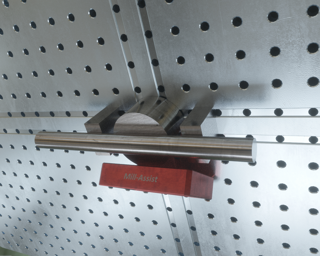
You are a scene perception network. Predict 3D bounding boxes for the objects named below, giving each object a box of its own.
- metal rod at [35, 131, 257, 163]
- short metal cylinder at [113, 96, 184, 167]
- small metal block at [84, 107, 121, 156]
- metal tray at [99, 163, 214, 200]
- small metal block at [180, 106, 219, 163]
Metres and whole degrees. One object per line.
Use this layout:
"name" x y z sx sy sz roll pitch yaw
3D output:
"metal rod" -0.039 0.020 0.379 0.300 0.025 0.025 1 119 28
"short metal cylinder" -0.013 0.005 0.405 0.080 0.050 0.079 13 124 21
"small metal block" -0.074 0.004 0.437 0.025 0.050 0.050 -1 118 29
"metal tray" -0.004 0.072 0.419 0.130 0.090 0.030 1 76 28
"small metal block" 0.050 0.007 0.374 0.025 0.050 0.050 -1 118 29
